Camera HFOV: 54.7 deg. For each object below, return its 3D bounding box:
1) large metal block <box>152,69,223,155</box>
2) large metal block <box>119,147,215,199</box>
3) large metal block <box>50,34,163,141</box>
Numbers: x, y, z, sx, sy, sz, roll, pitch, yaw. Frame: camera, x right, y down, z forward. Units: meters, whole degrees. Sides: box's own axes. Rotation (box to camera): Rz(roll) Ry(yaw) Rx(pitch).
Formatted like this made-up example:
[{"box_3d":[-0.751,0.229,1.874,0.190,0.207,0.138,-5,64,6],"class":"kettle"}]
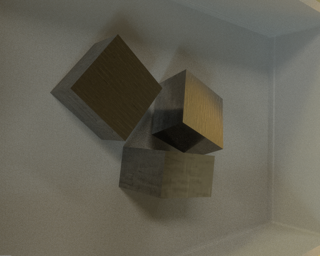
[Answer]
[{"box_3d":[0.039,-0.016,0.410,0.080,0.050,0.080,32,51,-36],"class":"large metal block"},{"box_3d":[0.008,0.053,0.380,0.081,0.080,0.050,10,84,-40],"class":"large metal block"},{"box_3d":[-0.057,-0.042,0.344,0.080,0.050,0.080,48,61,-30],"class":"large metal block"}]
